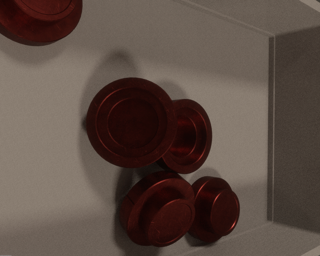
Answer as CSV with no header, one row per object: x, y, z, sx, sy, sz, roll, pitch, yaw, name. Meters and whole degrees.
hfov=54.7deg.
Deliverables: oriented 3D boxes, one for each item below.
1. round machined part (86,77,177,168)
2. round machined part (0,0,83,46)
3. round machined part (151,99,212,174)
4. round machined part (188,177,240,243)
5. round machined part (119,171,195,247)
-0.029,-0.005,0.351,0.099,0.042,0.097,0,86,3,round machined part
-0.119,-0.131,0.296,0.099,0.042,0.097,0,90,-40,round machined part
0.022,0.011,0.416,0.099,0.042,0.097,0,90,-40,round machined part
0.084,0.124,0.469,0.099,0.042,0.097,0,90,-40,round machined part
0.004,0.105,0.379,0.099,0.042,0.097,-15,120,-28,round machined part
